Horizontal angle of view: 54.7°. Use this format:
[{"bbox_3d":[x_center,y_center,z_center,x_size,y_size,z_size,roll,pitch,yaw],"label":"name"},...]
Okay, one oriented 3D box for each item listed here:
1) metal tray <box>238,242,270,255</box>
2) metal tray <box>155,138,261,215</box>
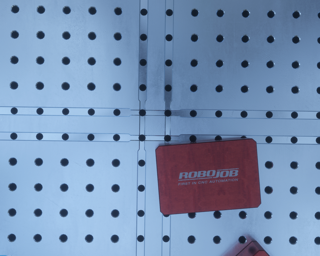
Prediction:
[{"bbox_3d":[0.142,0.231,0.412,0.090,0.030,0.130,-42,91,0],"label":"metal tray"},{"bbox_3d":[0.062,0.063,0.412,0.131,0.030,0.089,-4,90,-1],"label":"metal tray"}]
